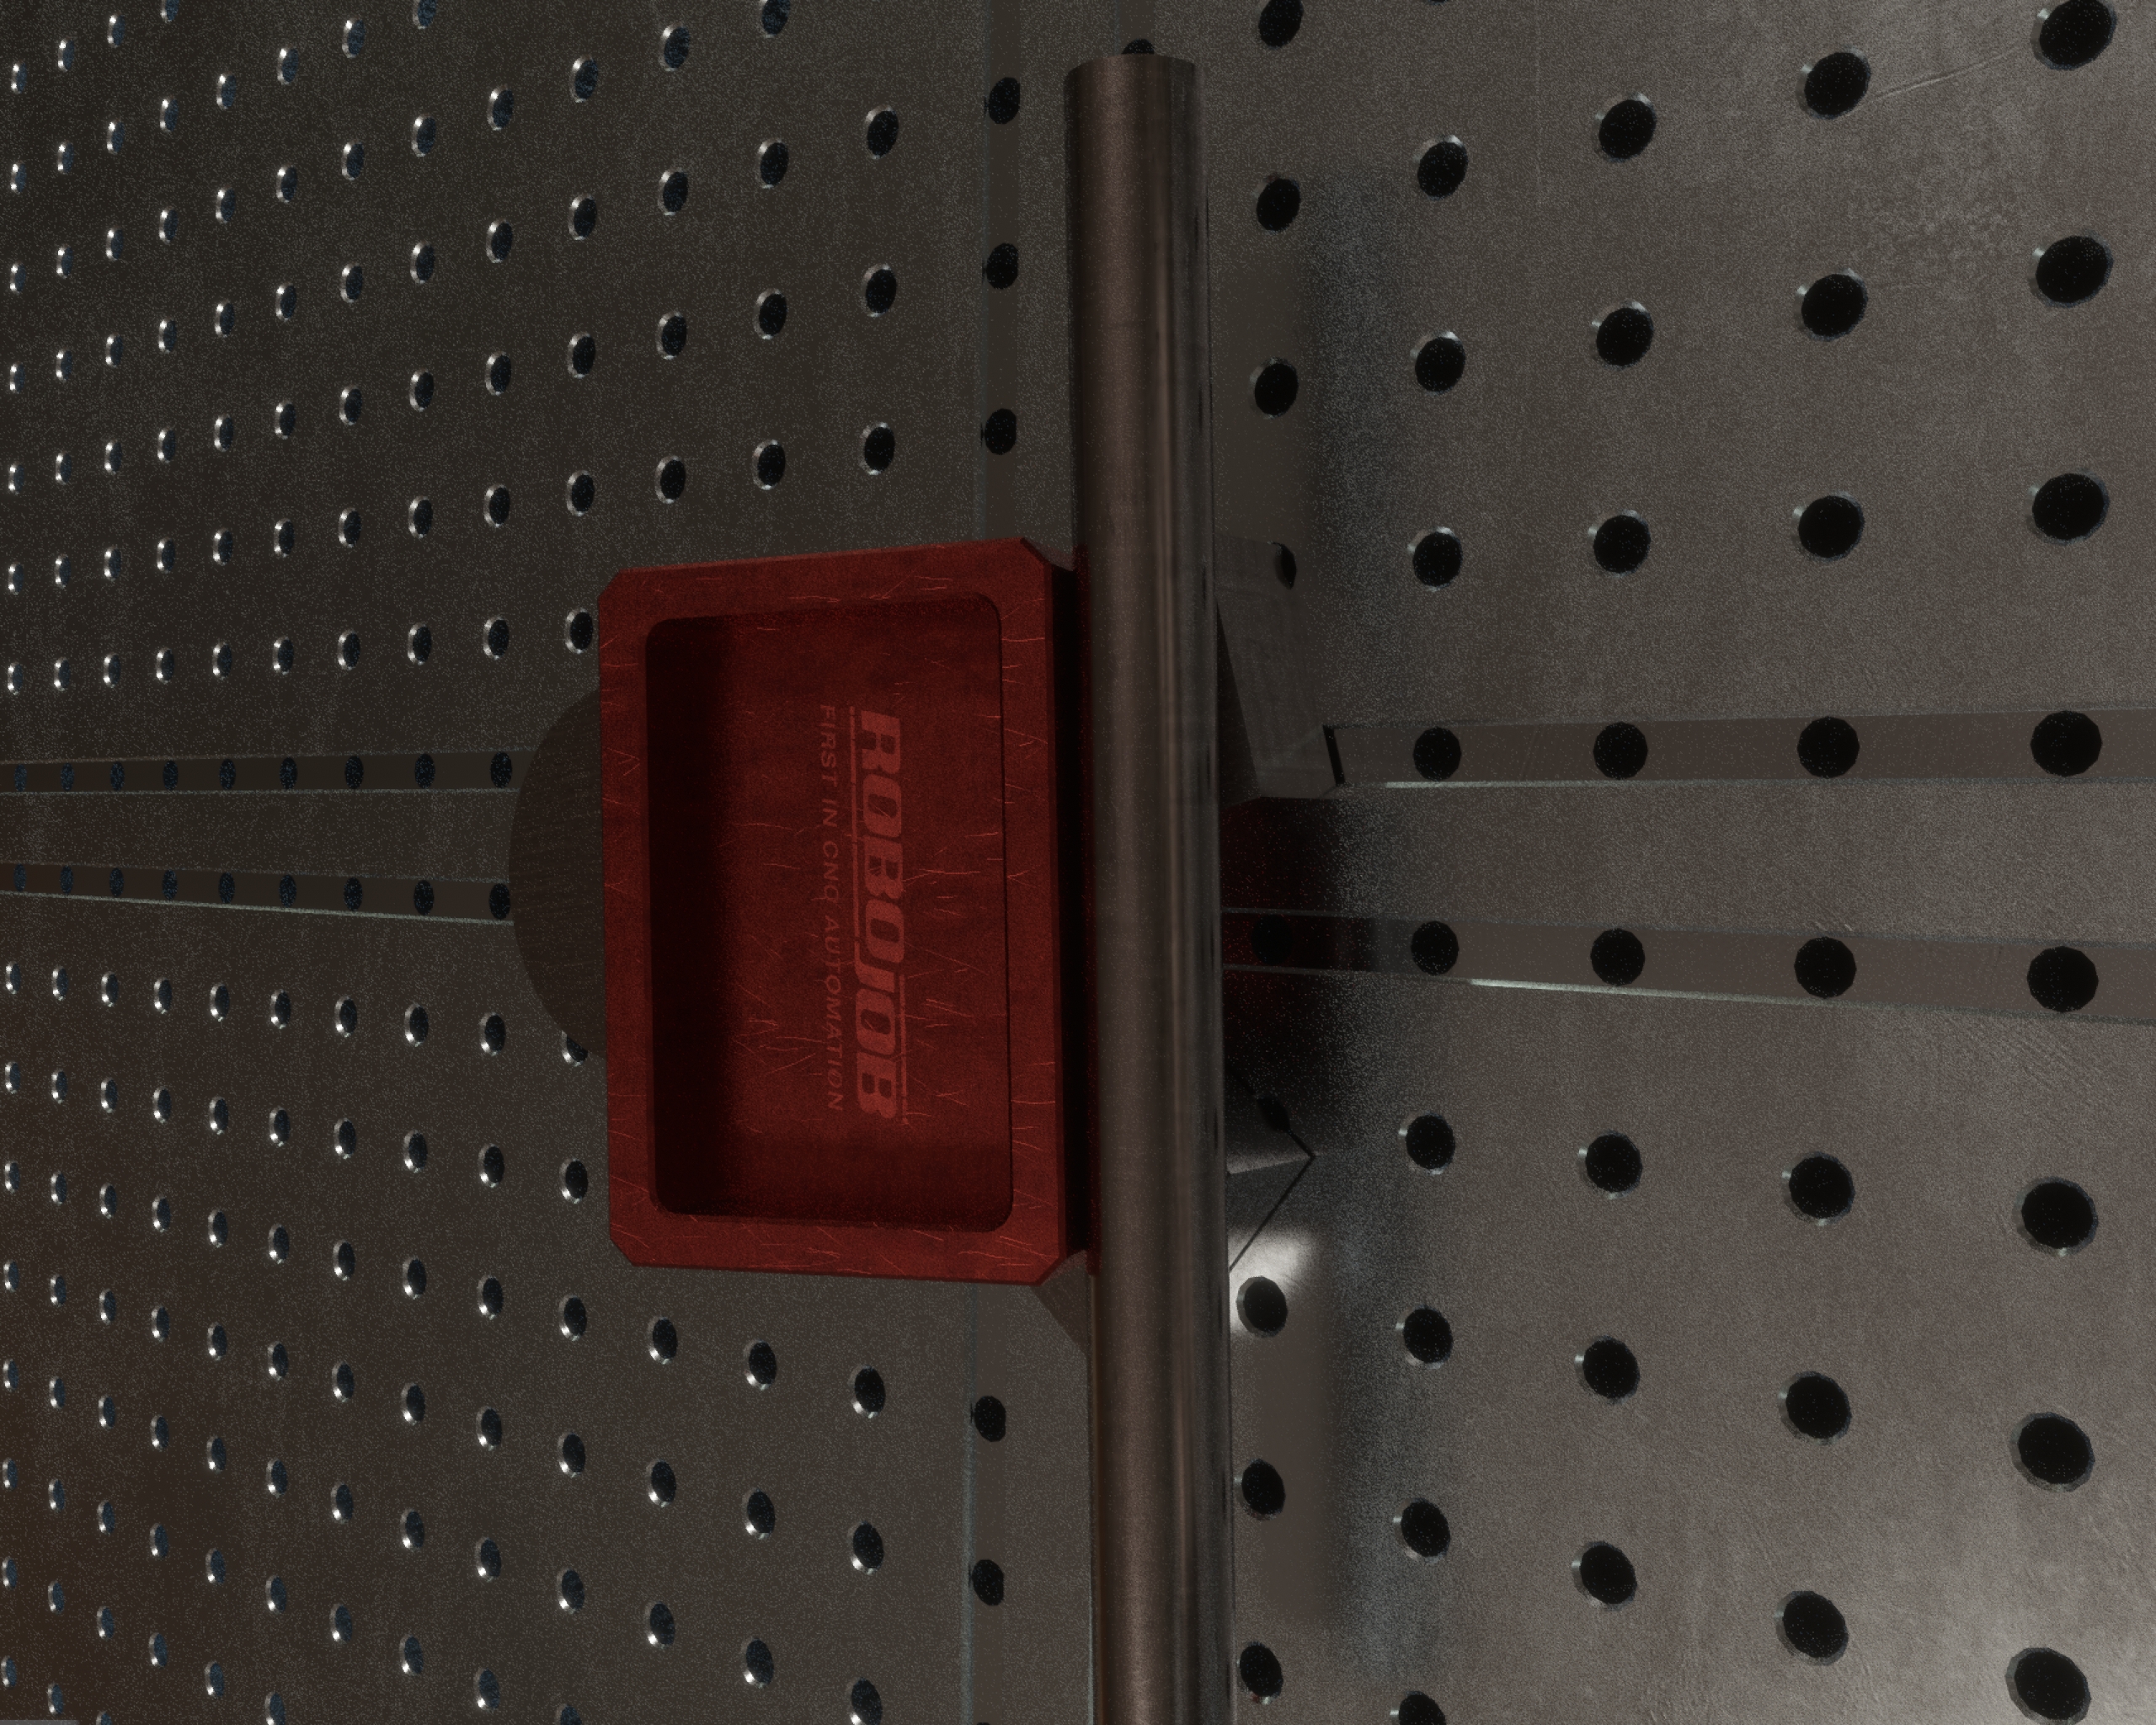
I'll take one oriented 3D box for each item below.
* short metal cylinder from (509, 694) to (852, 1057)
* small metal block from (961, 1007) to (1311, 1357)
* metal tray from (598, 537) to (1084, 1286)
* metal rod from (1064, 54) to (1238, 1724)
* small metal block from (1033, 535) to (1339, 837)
[{"bbox_3d":[-0.079,0.002,0.454,0.080,0.050,0.079,0,90,39],"label":"short metal cylinder"},{"bbox_3d":[0.008,0.059,0.400,0.050,0.025,0.050,46,117,29],"label":"small metal block"},{"bbox_3d":[-0.041,0.009,0.386,0.090,0.030,0.129,-1,89,20],"label":"metal tray"},{"bbox_3d":[0.013,0.012,0.364,0.025,0.025,0.298,-2,89,39],"label":"metal rod"},{"bbox_3d":[0.016,-0.029,0.394,0.050,0.025,0.050,-19,78,38],"label":"small metal block"}]
